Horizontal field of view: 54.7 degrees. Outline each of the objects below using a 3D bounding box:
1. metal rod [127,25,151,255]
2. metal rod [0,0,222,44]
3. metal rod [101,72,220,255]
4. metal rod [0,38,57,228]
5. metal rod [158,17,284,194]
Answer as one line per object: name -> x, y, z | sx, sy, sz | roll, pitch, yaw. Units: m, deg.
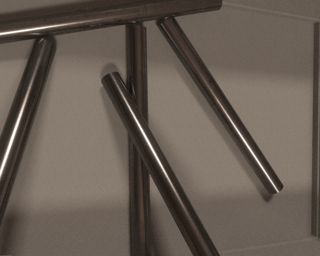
metal rod -> -0.027, 0.020, 0.401 | 0.025, 0.025, 0.298 | -1, 91, -20
metal rod -> -0.065, -0.134, 0.373 | 0.302, 0.025, 0.025 | -14, 95, -15
metal rod -> 0.008, 0.062, 0.350 | 0.025, 0.025, 0.299 | -24, 73, -19
metal rod -> -0.149, 0.037, 0.296 | 0.025, 0.025, 0.299 | 16, 62, -20
metal rod -> 0.093, -0.025, 0.446 | 0.025, 0.025, 0.299 | -40, 103, -16
